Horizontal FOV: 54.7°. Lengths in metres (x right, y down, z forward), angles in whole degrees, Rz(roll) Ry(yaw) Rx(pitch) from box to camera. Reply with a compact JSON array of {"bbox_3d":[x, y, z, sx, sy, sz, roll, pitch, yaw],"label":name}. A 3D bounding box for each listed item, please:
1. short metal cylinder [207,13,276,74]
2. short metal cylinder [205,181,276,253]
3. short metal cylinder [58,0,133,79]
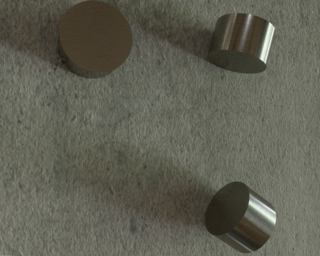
[{"bbox_3d":[0.110,-0.113,0.422,0.081,0.080,0.050,18,84,-20],"label":"short metal cylinder"},{"bbox_3d":[0.108,0.120,0.421,0.050,0.080,0.080,37,78,-17],"label":"short metal cylinder"},{"bbox_3d":[-0.078,-0.102,0.367,0.081,0.050,0.079,0,90,-21],"label":"short metal cylinder"}]
